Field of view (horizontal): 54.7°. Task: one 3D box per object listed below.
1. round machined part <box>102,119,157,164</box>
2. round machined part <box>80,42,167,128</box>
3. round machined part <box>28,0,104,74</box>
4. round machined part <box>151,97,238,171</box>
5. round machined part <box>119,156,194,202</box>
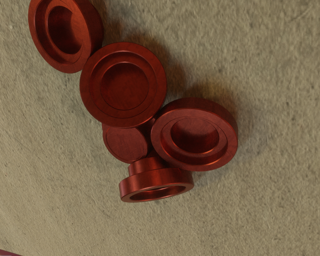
[{"bbox_3d":[-0.038,0.010,0.421,0.098,0.042,0.097,13,124,20],"label":"round machined part"},{"bbox_3d":[-0.040,-0.048,0.365,0.099,0.042,0.097,0,87,2],"label":"round machined part"},{"bbox_3d":[-0.107,-0.118,0.373,0.098,0.042,0.097,16,123,26],"label":"round machined part"},{"bbox_3d":[0.042,0.003,0.365,0.098,0.042,0.097,8,132,9],"label":"round machined part"},{"bbox_3d":[-0.007,0.068,0.417,0.098,0.099,0.042,-29,62,37],"label":"round machined part"}]
